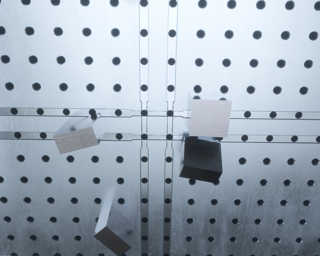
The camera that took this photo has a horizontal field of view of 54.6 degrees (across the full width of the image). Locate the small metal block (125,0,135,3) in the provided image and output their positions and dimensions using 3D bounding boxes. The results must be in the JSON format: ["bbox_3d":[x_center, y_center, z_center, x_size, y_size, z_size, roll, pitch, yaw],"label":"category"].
[{"bbox_3d":[-0.048,-0.162,0.340,0.050,0.050,0.025,29,108,-10],"label":"small metal block"}]

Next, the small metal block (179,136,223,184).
[{"bbox_3d":[0.054,0.042,0.413,0.050,0.050,0.025,11,135,-4],"label":"small metal block"}]

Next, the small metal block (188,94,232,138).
[{"bbox_3d":[0.064,-0.016,0.408,0.050,0.025,0.050,2,110,-1],"label":"small metal block"}]

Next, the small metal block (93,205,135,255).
[{"bbox_3d":[-0.066,0.150,0.455,0.025,0.050,0.050,-41,105,14],"label":"small metal block"}]

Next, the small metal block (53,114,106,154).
[{"bbox_3d":[-0.103,0.007,0.402,0.050,0.050,0.025,-14,110,5],"label":"small metal block"}]
